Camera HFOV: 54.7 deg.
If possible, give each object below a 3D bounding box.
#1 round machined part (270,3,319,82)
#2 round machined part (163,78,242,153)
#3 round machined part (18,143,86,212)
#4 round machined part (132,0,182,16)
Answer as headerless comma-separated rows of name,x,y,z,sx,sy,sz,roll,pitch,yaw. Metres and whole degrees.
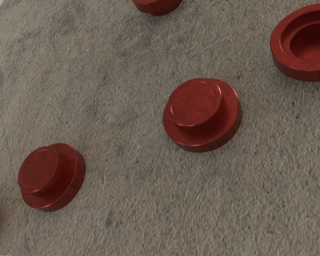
round machined part,0.180,-0.092,0.355,0.098,0.042,0.098,-13,56,21
round machined part,0.048,-0.023,0.382,0.098,0.042,0.098,-13,56,21
round machined part,-0.158,0.065,0.437,0.098,0.042,0.098,-13,56,21
round machined part,0.001,-0.234,0.536,0.098,0.042,0.098,-13,56,21
